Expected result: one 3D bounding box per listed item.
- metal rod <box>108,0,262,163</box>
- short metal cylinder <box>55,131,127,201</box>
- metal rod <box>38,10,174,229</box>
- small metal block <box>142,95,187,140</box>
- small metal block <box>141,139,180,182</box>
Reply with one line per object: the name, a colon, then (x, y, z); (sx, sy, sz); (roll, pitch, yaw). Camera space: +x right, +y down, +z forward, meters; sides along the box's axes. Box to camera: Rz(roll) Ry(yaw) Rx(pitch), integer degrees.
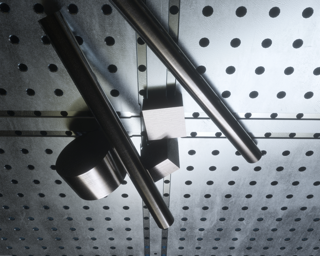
metal rod: (0.044, -0.049, 0.369); (0.025, 0.025, 0.300); (-31, 124, 23)
short metal cylinder: (-0.091, 0.050, 0.417); (0.080, 0.080, 0.050); (-16, 128, 13)
metal rod: (-0.052, 0.009, 0.374); (0.025, 0.025, 0.299); (-19, 114, 15)
small metal block: (0.007, -0.013, 0.401); (0.050, 0.025, 0.050); (-6, 130, 5)
small metal block: (-0.001, 0.043, 0.432); (0.050, 0.050, 0.025); (-33, 123, 25)
